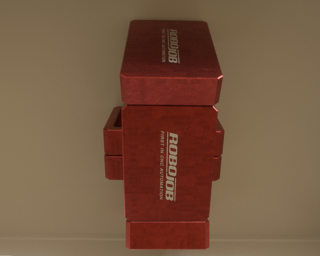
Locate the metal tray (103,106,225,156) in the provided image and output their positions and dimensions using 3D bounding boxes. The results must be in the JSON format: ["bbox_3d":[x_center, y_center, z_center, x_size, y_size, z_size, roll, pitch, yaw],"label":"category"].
[{"bbox_3d":[0.004,0.001,0.376,0.131,0.090,0.030,1,110,-1],"label":"metal tray"}]

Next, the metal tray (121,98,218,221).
[{"bbox_3d":[0.008,0.034,0.323,0.091,0.030,0.129,0,110,-1],"label":"metal tray"}]

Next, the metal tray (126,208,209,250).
[{"bbox_3d":[0.008,0.117,0.395,0.091,0.130,0.030,0,89,-1],"label":"metal tray"}]

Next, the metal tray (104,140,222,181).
[{"bbox_3d":[0.003,0.030,0.387,0.131,0.090,0.030,1,110,-1],"label":"metal tray"}]

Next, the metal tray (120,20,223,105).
[{"bbox_3d":[0.010,-0.074,0.326,0.091,0.130,0.030,1,130,-1],"label":"metal tray"}]
